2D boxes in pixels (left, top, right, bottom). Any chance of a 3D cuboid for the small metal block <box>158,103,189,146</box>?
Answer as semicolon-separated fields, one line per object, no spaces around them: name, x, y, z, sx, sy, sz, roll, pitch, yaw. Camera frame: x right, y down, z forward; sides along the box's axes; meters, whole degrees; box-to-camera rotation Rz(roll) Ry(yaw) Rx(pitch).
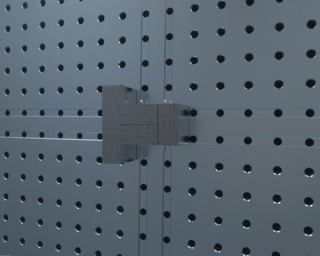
small metal block;0.018;-0.004;0.391;0.025;0.050;0.050;0;90;20

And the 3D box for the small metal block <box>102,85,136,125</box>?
small metal block;-0.054;-0.029;0.416;0.025;0.050;0.050;0;90;20

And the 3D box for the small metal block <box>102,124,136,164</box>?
small metal block;-0.054;0.020;0.416;0.025;0.050;0.050;0;90;20

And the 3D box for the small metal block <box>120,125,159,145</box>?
small metal block;-0.018;0.008;0.404;0.050;0.050;0.025;0;90;19

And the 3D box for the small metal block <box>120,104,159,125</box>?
small metal block;-0.018;-0.017;0.404;0.050;0.050;0.025;0;90;19
